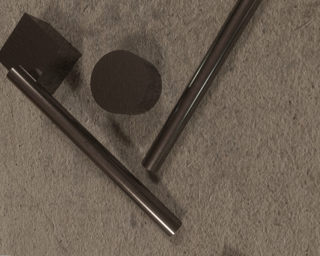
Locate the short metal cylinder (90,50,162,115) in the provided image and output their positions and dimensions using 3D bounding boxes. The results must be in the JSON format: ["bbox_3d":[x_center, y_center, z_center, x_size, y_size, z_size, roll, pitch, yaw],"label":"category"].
[{"bbox_3d":[-0.044,-0.058,0.410,0.080,0.050,0.079,0,90,19],"label":"short metal cylinder"}]

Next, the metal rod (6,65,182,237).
[{"bbox_3d":[-0.088,0.028,0.410,0.300,0.025,0.025,44,104,3],"label":"metal rod"}]

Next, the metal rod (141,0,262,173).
[{"bbox_3d":[0.061,-0.074,0.386,0.025,0.025,0.299,34,100,16],"label":"metal rod"}]

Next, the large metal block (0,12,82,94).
[{"bbox_3d":[-0.178,-0.106,0.457,0.080,0.050,0.080,43,103,14],"label":"large metal block"}]
